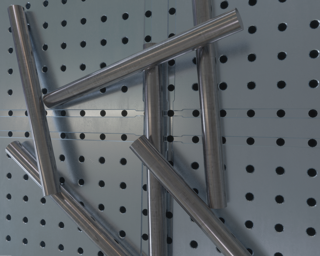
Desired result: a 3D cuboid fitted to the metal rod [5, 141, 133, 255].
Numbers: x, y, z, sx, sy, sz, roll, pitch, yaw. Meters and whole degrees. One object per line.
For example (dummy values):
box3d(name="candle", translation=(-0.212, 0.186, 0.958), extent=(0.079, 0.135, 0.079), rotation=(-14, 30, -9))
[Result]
box3d(name="metal rod", translation=(-0.125, 0.122, 0.457), extent=(0.300, 0.025, 0.025), rotation=(40, 103, 15))

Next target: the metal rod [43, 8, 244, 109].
box3d(name="metal rod", translation=(-0.041, -0.079, 0.403), extent=(0.300, 0.025, 0.025), rotation=(-17, 84, 28))

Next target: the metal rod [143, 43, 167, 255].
box3d(name="metal rod", translation=(-0.006, 0.038, 0.415), extent=(0.025, 0.025, 0.298), rotation=(-2, 89, 20))

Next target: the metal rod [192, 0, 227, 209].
box3d(name="metal rod", translation=(0.061, -0.051, 0.391), extent=(0.025, 0.025, 0.298), rotation=(-5, 88, 20))

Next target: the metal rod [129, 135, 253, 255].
box3d(name="metal rod", translation=(0.071, 0.127, 0.373), extent=(0.025, 0.025, 0.300), rotation=(-44, 82, 15))

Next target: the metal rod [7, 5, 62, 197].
box3d(name="metal rod", translation=(-0.191, -0.047, 0.468), extent=(0.025, 0.025, 0.299), rotation=(-19, 79, 19))
